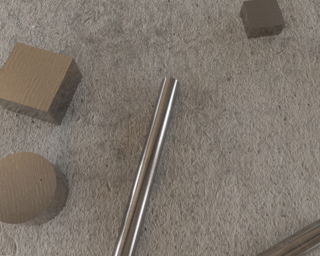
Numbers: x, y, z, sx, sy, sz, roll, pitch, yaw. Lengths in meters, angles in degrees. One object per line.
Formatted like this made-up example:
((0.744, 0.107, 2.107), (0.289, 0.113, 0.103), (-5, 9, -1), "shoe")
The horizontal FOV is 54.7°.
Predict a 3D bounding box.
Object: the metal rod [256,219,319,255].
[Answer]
((0.066, 0.181, 0.342), (0.302, 0.025, 0.025), (-25, 72, -9), "metal rod")

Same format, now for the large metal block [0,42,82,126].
((-0.163, -0.058, 0.415), (0.080, 0.050, 0.080), (16, 71, 6), "large metal block")

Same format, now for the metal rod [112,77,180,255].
((-0.022, 0.072, 0.381), (0.025, 0.025, 0.299), (14, 70, 5), "metal rod")

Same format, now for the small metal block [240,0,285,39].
((0.155, -0.167, 0.471), (0.050, 0.025, 0.050), (-8, 70, -3), "small metal block")

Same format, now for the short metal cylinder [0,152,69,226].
((-0.156, 0.073, 0.367), (0.081, 0.050, 0.080), (0, 70, 0), "short metal cylinder")
